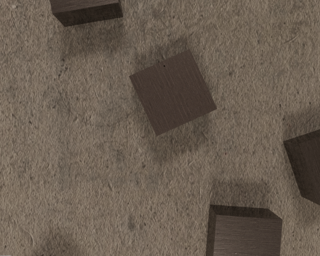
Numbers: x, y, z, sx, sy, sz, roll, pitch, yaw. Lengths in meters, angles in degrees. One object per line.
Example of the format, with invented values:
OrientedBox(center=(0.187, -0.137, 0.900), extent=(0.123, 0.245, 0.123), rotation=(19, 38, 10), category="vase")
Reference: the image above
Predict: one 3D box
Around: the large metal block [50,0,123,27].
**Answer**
OrientedBox(center=(-0.096, -0.183, 0.396), extent=(0.080, 0.050, 0.080), rotation=(-10, 90, -1), category="large metal block")

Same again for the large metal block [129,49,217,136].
OrientedBox(center=(0.016, -0.043, 0.398), extent=(0.080, 0.050, 0.080), rotation=(-24, 90, -1), category="large metal block")

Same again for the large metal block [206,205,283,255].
OrientedBox(center=(0.105, 0.147, 0.399), extent=(0.081, 0.050, 0.079), rotation=(4, 90, -1), category="large metal block")

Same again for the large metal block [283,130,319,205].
OrientedBox(center=(0.220, 0.044, 0.401), extent=(0.080, 0.050, 0.080), rotation=(-18, 90, -1), category="large metal block")
